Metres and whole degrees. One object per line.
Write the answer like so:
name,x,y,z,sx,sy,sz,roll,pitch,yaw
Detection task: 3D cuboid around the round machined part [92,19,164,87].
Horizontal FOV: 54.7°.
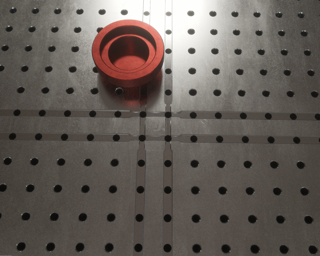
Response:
round machined part,-0.043,-0.101,0.439,0.099,0.042,0.098,0,70,-1
